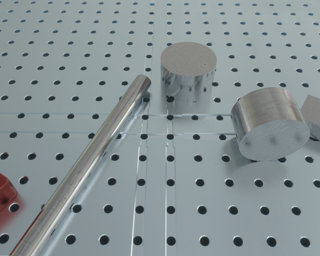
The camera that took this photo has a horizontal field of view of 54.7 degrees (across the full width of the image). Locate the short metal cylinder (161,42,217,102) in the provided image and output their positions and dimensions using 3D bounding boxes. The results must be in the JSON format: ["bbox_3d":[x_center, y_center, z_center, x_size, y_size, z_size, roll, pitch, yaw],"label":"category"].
[{"bbox_3d":[0.041,-0.084,0.462,0.081,0.050,0.080,0,50,0],"label":"short metal cylinder"}]

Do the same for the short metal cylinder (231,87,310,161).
[{"bbox_3d":[0.131,-0.003,0.375,0.081,0.080,0.050,-2,50,-2],"label":"short metal cylinder"}]

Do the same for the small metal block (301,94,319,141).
[{"bbox_3d":[0.214,-0.013,0.420,0.050,0.025,0.050,27,55,20],"label":"small metal block"}]

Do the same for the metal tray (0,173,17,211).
[{"bbox_3d":[-0.235,0.089,0.327,0.090,0.030,0.130,26,55,20],"label":"metal tray"}]

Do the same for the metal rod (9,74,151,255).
[{"bbox_3d":[-0.083,0.035,0.377,0.025,0.025,0.301,18,52,14],"label":"metal rod"}]
